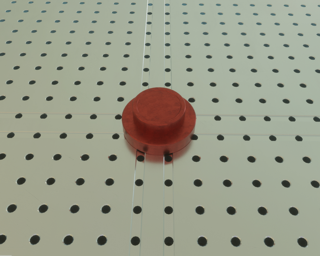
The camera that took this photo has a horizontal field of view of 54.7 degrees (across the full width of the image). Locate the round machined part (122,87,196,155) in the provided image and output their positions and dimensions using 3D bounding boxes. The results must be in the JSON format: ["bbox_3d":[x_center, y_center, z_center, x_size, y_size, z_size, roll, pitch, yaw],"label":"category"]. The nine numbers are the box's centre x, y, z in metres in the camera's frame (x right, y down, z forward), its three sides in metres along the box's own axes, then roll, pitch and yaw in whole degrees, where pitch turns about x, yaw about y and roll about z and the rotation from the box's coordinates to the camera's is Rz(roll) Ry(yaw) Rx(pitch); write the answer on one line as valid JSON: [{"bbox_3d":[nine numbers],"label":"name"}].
[{"bbox_3d":[-0.001,-0.016,0.410,0.099,0.042,0.098,0,50,0],"label":"round machined part"}]
